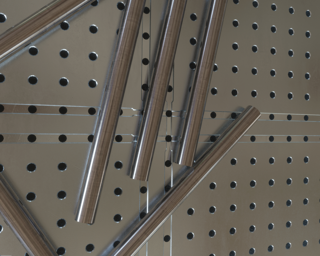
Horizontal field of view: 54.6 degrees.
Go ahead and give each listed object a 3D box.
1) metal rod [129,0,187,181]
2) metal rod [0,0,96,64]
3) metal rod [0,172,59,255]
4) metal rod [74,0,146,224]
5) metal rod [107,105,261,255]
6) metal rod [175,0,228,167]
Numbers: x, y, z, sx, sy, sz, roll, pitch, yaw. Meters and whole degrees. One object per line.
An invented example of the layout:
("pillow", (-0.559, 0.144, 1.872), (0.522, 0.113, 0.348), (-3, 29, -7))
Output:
("metal rod", (0.004, -0.079, 0.413), (0.025, 0.025, 0.299), (14, 85, -20))
("metal rod", (-0.115, -0.143, 0.369), (0.301, 0.025, 0.025), (-41, 103, -15))
("metal rod", (-0.170, 0.089, 0.350), (0.025, 0.025, 0.299), (-33, 101, -17))
("metal rod", (-0.060, -0.033, 0.390), (0.025, 0.025, 0.299), (14, 85, -20))
("metal rod", (0.037, 0.078, 0.425), (0.301, 0.025, 0.025), (-45, 104, -15))
("metal rod", (0.065, -0.095, 0.435), (0.025, 0.025, 0.299), (14, 85, -20))
